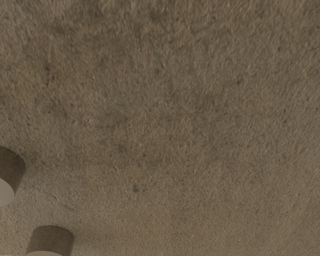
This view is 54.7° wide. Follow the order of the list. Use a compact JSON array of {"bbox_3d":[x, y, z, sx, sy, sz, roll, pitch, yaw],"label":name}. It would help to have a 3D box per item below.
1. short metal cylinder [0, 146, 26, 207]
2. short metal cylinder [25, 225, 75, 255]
[{"bbox_3d":[-0.244,0.070,0.447,0.081,0.050,0.079,0,130,0],"label":"short metal cylinder"},{"bbox_3d":[-0.206,0.227,0.581,0.081,0.050,0.079,0,130,0],"label":"short metal cylinder"}]
